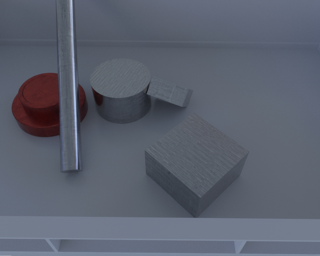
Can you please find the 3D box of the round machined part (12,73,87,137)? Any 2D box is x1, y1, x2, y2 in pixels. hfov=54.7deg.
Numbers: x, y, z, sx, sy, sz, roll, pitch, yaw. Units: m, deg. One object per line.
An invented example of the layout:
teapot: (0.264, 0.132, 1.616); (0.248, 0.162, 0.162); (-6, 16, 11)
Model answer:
round machined part: (-0.152, -0.038, 0.424); (0.099, 0.042, 0.098); (0, 50, 0)

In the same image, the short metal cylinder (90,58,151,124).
short metal cylinder: (-0.053, -0.052, 0.432); (0.081, 0.050, 0.080); (0, 50, 0)

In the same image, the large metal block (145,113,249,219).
large metal block: (0.040, 0.041, 0.355); (0.080, 0.050, 0.080); (-37, 59, -27)

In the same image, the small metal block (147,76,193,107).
small metal block: (0.015, -0.049, 0.426); (0.050, 0.025, 0.050); (21, 9, 10)

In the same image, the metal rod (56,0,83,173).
metal rod: (-0.120, -0.092, 0.402); (0.025, 0.025, 0.299); (-5, 75, -5)
